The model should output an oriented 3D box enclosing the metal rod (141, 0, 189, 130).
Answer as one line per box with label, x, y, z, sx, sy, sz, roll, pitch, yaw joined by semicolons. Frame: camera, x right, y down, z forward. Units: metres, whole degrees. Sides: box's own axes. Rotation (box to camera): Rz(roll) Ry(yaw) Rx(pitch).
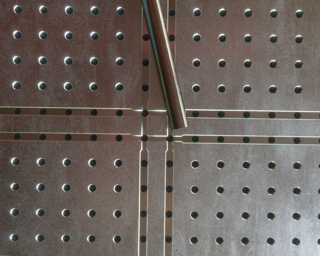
metal rod;-0.007;-0.145;0.413;0.025;0.025;0.299;-13;90;0
